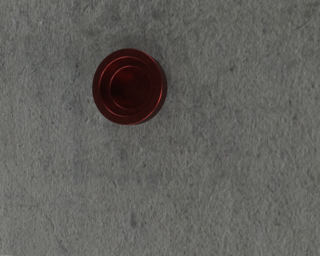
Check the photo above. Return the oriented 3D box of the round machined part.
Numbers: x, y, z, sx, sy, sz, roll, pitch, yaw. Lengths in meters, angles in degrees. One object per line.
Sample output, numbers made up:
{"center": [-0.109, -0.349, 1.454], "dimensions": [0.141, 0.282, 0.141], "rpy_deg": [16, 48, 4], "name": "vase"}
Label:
{"center": [-0.036, -0.052, 0.412], "dimensions": [0.098, 0.042, 0.097], "rpy_deg": [0, 90, 19], "name": "round machined part"}
